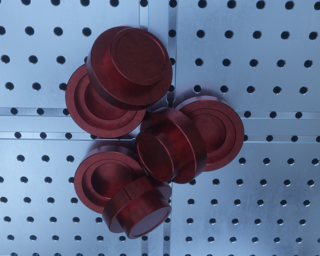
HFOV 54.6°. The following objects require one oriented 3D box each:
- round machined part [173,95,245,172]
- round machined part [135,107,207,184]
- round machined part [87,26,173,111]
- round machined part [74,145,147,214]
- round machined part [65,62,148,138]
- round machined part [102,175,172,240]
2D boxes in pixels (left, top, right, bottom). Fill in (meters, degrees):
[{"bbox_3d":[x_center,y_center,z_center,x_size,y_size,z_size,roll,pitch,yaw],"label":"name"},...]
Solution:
[{"bbox_3d":[0.056,0.005,0.406,0.099,0.042,0.097,0,110,0],"label":"round machined part"},{"bbox_3d":[0.006,0.027,0.382,0.042,0.098,0.098,-29,114,-35],"label":"round machined part"},{"bbox_3d":[-0.028,-0.072,0.348,0.099,0.042,0.098,8,71,-24],"label":"round machined part"},{"bbox_3d":[-0.065,0.068,0.428,0.099,0.042,0.097,0,110,0],"label":"round machined part"},{"bbox_3d":[-0.063,-0.040,0.388,0.099,0.042,0.097,0,110,0],"label":"round machined part"},{"bbox_3d":[-0.023,0.110,0.414,0.099,0.042,0.098,-28,148,-19],"label":"round machined part"}]
